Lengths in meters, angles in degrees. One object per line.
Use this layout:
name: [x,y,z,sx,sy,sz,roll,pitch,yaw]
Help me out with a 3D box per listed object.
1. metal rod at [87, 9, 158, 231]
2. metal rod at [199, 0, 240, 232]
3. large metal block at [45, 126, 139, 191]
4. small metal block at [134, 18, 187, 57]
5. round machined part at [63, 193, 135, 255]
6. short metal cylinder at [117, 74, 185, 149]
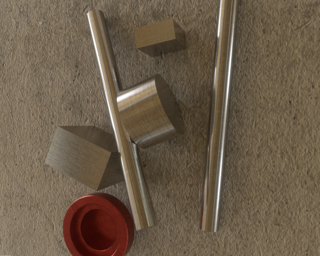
metal rod: [-0.053,-0.026,0.387,0.025,0.025,0.299,-23,68,18]
metal rod: [0.074,-0.023,0.382,0.025,0.025,0.298,5,92,19]
large metal block: [-0.086,0.035,0.409,0.080,0.080,0.050,24,99,18]
small metal block: [0.002,-0.113,0.394,0.050,0.050,0.025,-9,87,19]
round machined part: [-0.080,0.138,0.427,0.098,0.042,0.097,0,90,19]
short metal cylinder: [-0.009,-0.020,0.382,0.050,0.080,0.080,-23,83,17]
